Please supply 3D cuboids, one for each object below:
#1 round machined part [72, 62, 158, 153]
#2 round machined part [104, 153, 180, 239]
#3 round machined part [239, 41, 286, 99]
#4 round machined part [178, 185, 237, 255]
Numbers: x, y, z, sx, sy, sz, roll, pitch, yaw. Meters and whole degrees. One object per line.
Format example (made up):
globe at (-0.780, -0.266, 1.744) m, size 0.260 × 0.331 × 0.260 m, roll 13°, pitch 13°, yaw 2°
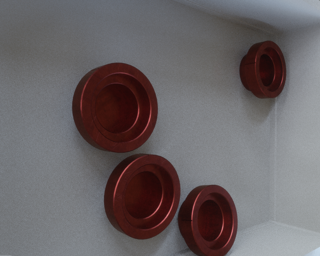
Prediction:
round machined part at (-0.053, -0.022, 0.351) m, size 0.099 × 0.042 × 0.097 m, roll 0°, pitch 90°, yaw -40°
round machined part at (-0.025, 0.079, 0.375) m, size 0.099 × 0.042 × 0.097 m, roll 0°, pitch 90°, yaw -40°
round machined part at (0.177, -0.100, 0.543) m, size 0.099 × 0.042 × 0.097 m, roll 0°, pitch 90°, yaw -40°
round machined part at (0.064, 0.131, 0.442) m, size 0.099 × 0.042 × 0.098 m, roll 12°, pitch 72°, yaw -39°
